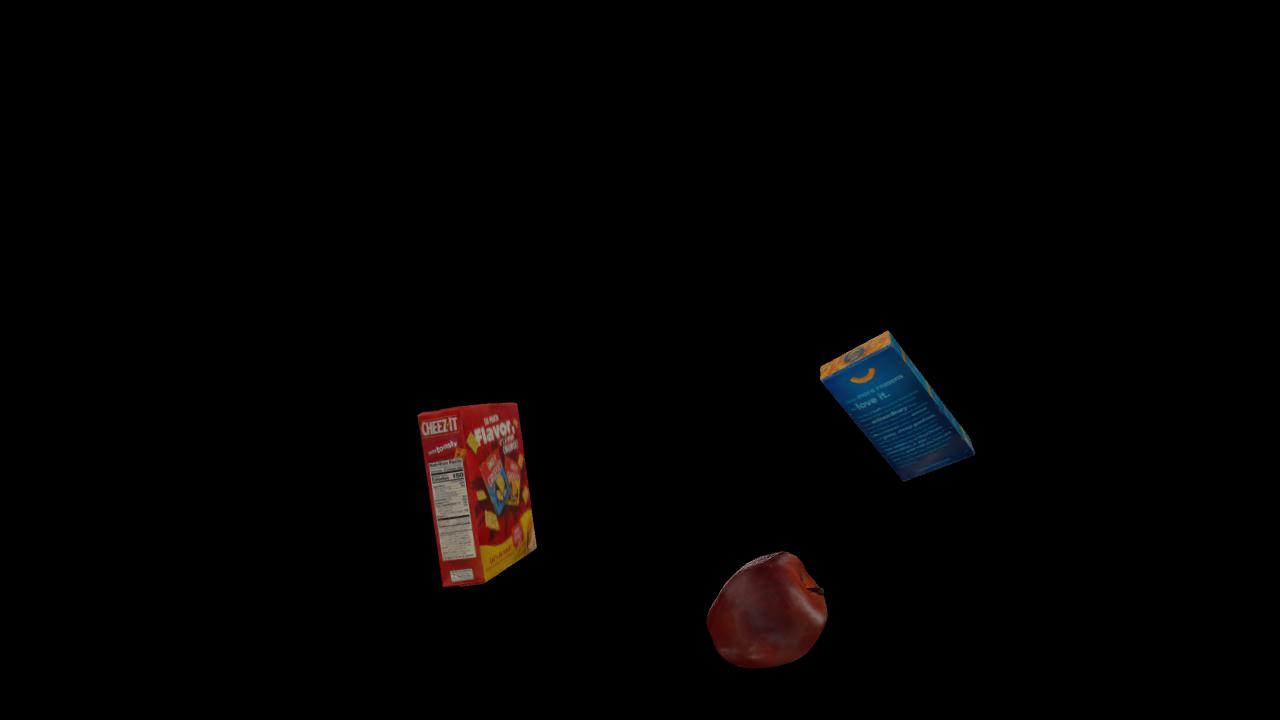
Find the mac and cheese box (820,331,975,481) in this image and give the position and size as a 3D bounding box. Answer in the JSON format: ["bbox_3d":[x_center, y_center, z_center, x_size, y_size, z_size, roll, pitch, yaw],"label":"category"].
[{"bbox_3d":[0.306,0.059,0.734,0.093,0.184,0.041,-32,19,31],"label":"mac and cheese box"}]

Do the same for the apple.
[{"bbox_3d":[0.095,0.188,0.458,0.093,0.079,0.079,-38,-15,20],"label":"apple"}]

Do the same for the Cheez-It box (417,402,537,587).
[{"bbox_3d":[-0.216,0.172,0.840,0.071,0.223,0.166,-10,-4,13],"label":"Cheez-It box"}]
